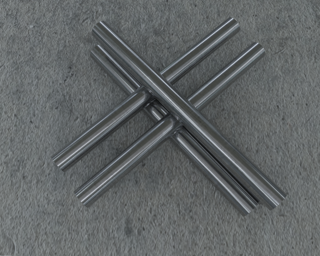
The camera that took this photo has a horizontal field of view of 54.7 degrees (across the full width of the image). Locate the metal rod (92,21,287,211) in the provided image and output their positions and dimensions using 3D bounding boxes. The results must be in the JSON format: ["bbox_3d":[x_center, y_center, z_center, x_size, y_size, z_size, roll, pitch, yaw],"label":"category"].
[{"bbox_3d":[0.023,-0.025,0.365,0.025,0.025,0.300,-41,75,-14],"label":"metal rod"}]

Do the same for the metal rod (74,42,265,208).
[{"bbox_3d":[0.022,-0.013,0.388,0.301,0.025,0.025,-40,75,-14],"label":"metal rod"}]

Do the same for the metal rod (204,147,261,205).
[{"bbox_3d":[0.030,-0.019,0.417,0.025,0.025,0.300,-40,75,-13],"label":"metal rod"}]

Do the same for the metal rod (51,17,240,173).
[{"bbox_3d":[-0.009,-0.051,0.401,0.301,0.025,0.025,-40,75,-14],"label":"metal rod"}]

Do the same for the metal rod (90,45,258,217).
[{"bbox_3d":[0.009,-0.006,0.411,0.025,0.025,0.300,-40,75,-13],"label":"metal rod"}]
